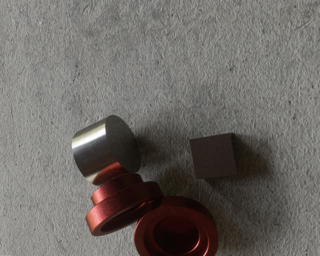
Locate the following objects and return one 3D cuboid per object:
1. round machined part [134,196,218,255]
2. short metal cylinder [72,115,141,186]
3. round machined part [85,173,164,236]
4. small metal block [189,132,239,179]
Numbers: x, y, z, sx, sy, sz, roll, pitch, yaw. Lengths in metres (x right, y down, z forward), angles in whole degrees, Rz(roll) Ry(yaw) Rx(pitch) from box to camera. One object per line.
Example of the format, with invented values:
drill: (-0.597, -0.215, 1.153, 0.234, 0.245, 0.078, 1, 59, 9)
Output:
round machined part: (0.020, 0.126, 0.380, 0.099, 0.042, 0.097, 2, 108, 5)
short metal cylinder: (-0.067, 0.029, 0.402, 0.050, 0.080, 0.080, -25, 82, 18)
round machined part: (-0.046, 0.092, 0.387, 0.098, 0.098, 0.042, -37, 65, 16)
small metal block: (0.068, 0.034, 0.385, 0.050, 0.025, 0.050, -11, 87, 19)
